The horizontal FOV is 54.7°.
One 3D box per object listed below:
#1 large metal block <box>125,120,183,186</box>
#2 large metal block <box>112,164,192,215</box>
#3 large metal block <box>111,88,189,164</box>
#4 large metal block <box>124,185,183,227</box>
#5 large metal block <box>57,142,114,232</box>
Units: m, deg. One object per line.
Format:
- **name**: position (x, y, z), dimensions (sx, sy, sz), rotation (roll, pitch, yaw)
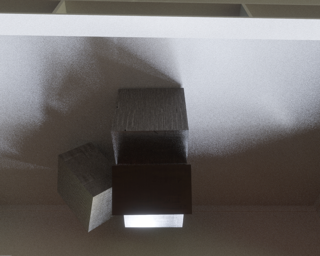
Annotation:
- **large metal block**: position (-0.010, 0.034, 0.422), dimensions (0.081, 0.050, 0.079), rotation (-1, 130, 0)
- **large metal block**: position (-0.008, 0.066, 0.353), dimensions (0.081, 0.080, 0.050), rotation (-1, 85, 0)
- **large metal block**: position (-0.010, -0.004, 0.366), dimensions (0.081, 0.080, 0.050), rotation (-1, 130, 0)
- **large metal block**: position (-0.009, 0.095, 0.451), dimensions (0.081, 0.080, 0.050), rotation (0, 130, -1)
- **large metal block**: position (-0.097, 0.080, 0.427), dimensions (0.050, 0.080, 0.079), rotation (-25, 144, -39)
